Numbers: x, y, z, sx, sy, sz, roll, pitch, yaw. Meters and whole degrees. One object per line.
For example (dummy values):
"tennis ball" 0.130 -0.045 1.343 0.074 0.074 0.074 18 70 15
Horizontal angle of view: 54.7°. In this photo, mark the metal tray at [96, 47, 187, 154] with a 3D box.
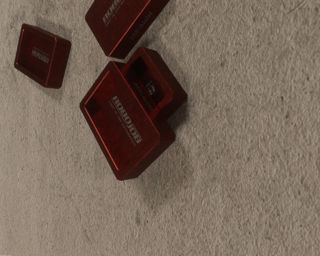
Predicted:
"metal tray" -0.034 -0.034 0.427 0.129 0.030 0.090 -46 63 30

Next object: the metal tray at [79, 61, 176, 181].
"metal tray" -0.047 -0.010 0.398 0.090 0.030 0.130 -47 63 29

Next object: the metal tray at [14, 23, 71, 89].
"metal tray" -0.224 -0.137 0.582 0.130 0.030 0.089 30 108 35

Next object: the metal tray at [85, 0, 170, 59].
"metal tray" -0.047 -0.174 0.439 0.129 0.030 0.090 -45 64 30
